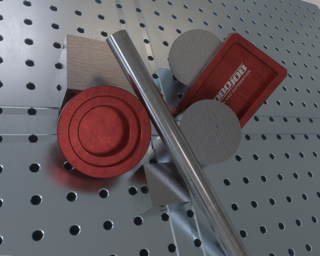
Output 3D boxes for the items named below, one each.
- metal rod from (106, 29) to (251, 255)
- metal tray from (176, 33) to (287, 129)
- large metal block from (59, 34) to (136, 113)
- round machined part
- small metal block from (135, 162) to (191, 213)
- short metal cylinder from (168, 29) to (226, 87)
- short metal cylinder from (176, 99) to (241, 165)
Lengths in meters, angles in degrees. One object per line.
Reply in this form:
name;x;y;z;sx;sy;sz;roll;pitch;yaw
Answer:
metal rod;0.024;0.028;0.353;0.025;0.025;0.299;-33;96;-38
metal tray;0.095;-0.052;0.426;0.090;0.129;0.030;35;18;-6
large metal block;-0.080;-0.062;0.387;0.081;0.050;0.080;5;59;-26
round machined part;-0.063;0.003;0.343;0.099;0.042;0.097;-1;93;-20
small metal block;0.003;0.069;0.368;0.050;0.025;0.050;-1;62;-29
short metal cylinder;0.055;-0.104;0.457;0.080;0.080;0.050;35;18;-6
short metal cylinder;0.056;0.008;0.399;0.081;0.050;0.080;2;81;-13
